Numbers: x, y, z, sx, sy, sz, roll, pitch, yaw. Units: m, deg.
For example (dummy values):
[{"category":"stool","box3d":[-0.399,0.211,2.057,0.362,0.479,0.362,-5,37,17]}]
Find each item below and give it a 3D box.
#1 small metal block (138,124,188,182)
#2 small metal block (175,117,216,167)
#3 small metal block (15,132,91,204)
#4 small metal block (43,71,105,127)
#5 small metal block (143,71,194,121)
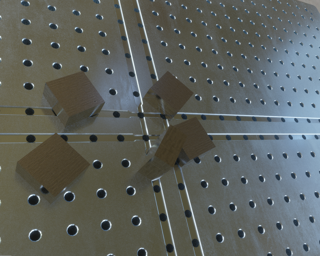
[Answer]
[{"category":"small metal block","box3d":[0.003,0.031,0.376,0.025,0.050,0.050,34,51,-7]},{"category":"small metal block","box3d":[0.039,0.018,0.420,0.050,0.025,0.050,-22,74,-36]},{"category":"small metal block","box3d":[-0.111,0.042,0.324,0.050,0.025,0.050,43,51,1]},{"category":"small metal block","box3d":[-0.104,-0.036,0.375,0.050,0.025,0.050,-29,78,-38]},{"category":"small metal block","box3d":[0.013,-0.047,0.445,0.050,0.025,0.050,41,51,-1]}]
